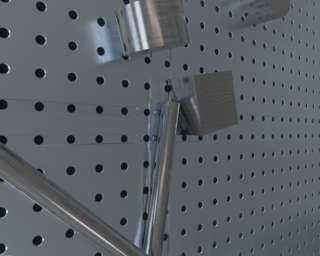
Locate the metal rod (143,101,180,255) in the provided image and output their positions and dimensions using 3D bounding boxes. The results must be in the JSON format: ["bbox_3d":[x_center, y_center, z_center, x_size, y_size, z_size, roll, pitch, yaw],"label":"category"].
[{"bbox_3d":[-0.004,0.113,0.406,0.025,0.025,0.298,12,82,-40],"label":"metal rod"}]

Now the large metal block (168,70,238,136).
[{"bbox_3d":[0.063,-0.037,0.446,0.081,0.050,0.079,-15,100,-39],"label":"large metal block"}]

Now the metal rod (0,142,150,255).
[{"bbox_3d":[-0.058,0.121,0.340,0.300,0.025,0.025,46,62,-23],"label":"metal rod"}]

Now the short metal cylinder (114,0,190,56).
[{"bbox_3d":[-0.009,-0.117,0.366,0.081,0.080,0.050,-19,103,-38],"label":"short metal cylinder"}]

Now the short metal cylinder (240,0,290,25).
[{"bbox_3d":[0.187,-0.230,0.549,0.081,0.050,0.079,0,90,-40],"label":"short metal cylinder"}]
